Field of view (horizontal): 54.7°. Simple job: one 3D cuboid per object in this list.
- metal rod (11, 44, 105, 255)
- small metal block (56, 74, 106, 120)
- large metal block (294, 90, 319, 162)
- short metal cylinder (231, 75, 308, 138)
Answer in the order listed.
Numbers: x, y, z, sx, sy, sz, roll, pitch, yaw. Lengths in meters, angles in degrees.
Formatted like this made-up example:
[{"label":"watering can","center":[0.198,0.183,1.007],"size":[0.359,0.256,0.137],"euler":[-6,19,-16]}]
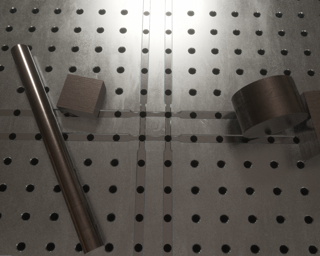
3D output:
[{"label":"metal rod","center":[-0.140,0.014,0.404],"size":[0.025,0.025,0.299],"euler":[-24,72,-9]},{"label":"small metal block","center":[-0.107,-0.043,0.426],"size":[0.050,0.025,0.050],"euler":[11,70,4]},{"label":"large metal block","center":[0.226,-0.004,0.403],"size":[0.081,0.050,0.080],"euler":[-6,70,-3]},{"label":"short metal cylinder","center":[0.137,-0.025,0.393],"size":[0.081,0.080,0.050],"euler":[-12,71,-5]}]
